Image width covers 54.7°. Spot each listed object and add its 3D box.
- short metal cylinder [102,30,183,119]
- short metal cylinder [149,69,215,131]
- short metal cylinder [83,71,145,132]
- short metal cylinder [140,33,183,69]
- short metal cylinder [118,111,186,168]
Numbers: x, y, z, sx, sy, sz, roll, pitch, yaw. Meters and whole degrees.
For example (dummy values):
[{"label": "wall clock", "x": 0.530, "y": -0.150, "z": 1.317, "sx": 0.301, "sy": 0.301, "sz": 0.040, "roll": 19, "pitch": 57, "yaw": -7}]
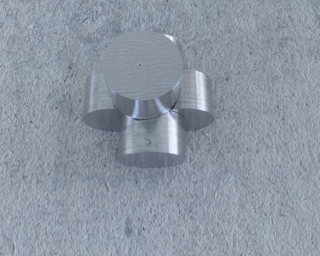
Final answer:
[{"label": "short metal cylinder", "x": -0.017, "y": -0.055, "z": 0.331, "sx": 0.081, "sy": 0.050, "sz": 0.080, "roll": 0, "pitch": 70, "yaw": 0}, {"label": "short metal cylinder", "x": 0.027, "y": -0.032, "z": 0.392, "sx": 0.081, "sy": 0.080, "sz": 0.050, "roll": 0, "pitch": 70, "yaw": -1}, {"label": "short metal cylinder", "x": -0.055, "y": -0.031, "z": 0.391, "sx": 0.081, "sy": 0.080, "sz": 0.050, "roll": -1, "pitch": 70, "yaw": -1}, {"label": "short metal cylinder", "x": -0.009, "y": -0.080, "z": 0.409, "sx": 0.081, "sy": 0.080, "sz": 0.050, "roll": -2, "pitch": 70, "yaw": -1}, {"label": "short metal cylinder", "x": -0.009, "y": 0.015, "z": 0.374, "sx": 0.081, "sy": 0.080, "sz": 0.050, "roll": 0, "pitch": 70, "yaw": -1}]
